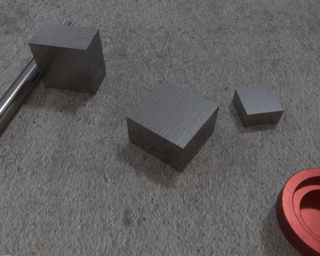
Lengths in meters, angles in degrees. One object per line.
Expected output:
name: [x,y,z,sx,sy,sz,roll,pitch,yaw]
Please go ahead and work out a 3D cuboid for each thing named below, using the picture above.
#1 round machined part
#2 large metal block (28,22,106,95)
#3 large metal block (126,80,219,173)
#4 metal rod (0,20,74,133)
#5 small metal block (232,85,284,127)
round machined part: [0.168,0.093,0.315,0.099,0.042,0.098,0,50,0]
large metal block: [-0.130,-0.100,0.450,0.080,0.080,0.050,9,51,7]
large metal block: [0.016,-0.005,0.391,0.080,0.050,0.080,29,56,22]
metal rod: [-0.198,-0.071,0.460,0.025,0.025,0.300,10,51,8]
small metal block: [0.135,-0.031,0.430,0.050,0.025,0.050,-7,50,-6]
